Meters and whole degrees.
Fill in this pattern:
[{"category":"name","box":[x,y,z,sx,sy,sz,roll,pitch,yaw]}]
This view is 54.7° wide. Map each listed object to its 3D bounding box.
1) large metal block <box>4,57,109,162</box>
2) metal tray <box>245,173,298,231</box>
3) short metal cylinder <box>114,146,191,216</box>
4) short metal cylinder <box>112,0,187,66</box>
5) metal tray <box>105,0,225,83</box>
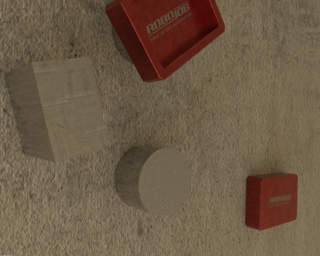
[{"category":"large metal block","box":[-0.098,-0.017,0.287,0.050,0.080,0.079,-17,101,-39]},{"category":"metal tray","box":[0.211,0.133,0.579,0.131,0.030,0.089,3,88,-40]},{"category":"short metal cylinder","box":[-0.008,0.063,0.382,0.081,0.050,0.079,0,90,-40]},{"category":"short metal cylinder","box":[-0.011,-0.119,0.379,0.081,0.050,0.079,0,90,-40]},{"category":"metal tray","box":[0.013,-0.121,0.346,0.131,0.030,0.090,-43,116,-32]}]
